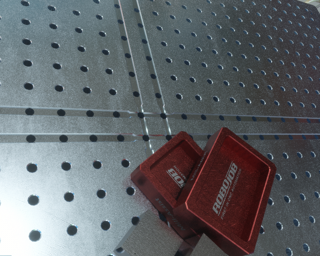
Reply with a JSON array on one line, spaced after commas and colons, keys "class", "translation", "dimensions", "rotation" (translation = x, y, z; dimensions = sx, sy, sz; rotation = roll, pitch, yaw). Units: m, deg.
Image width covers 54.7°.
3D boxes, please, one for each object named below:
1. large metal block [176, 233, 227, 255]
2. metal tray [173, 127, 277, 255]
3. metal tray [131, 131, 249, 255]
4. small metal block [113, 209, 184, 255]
[{"class": "large metal block", "translation": [0.042, 0.169, 0.313], "dimensions": [0.080, 0.050, 0.080], "rotation": [43, 51, 1]}, {"class": "metal tray", "translation": [0.082, 0.071, 0.368], "dimensions": [0.090, 0.030, 0.130], "rotation": [37, 51, -4]}, {"class": "metal tray", "translation": [0.040, 0.077, 0.380], "dimensions": [0.130, 0.030, 0.091], "rotation": [48, 51, 5]}, {"class": "small metal block", "translation": [-0.012, 0.124, 0.327], "dimensions": [0.050, 0.025, 0.050], "rotation": [42, 51, 0]}]
